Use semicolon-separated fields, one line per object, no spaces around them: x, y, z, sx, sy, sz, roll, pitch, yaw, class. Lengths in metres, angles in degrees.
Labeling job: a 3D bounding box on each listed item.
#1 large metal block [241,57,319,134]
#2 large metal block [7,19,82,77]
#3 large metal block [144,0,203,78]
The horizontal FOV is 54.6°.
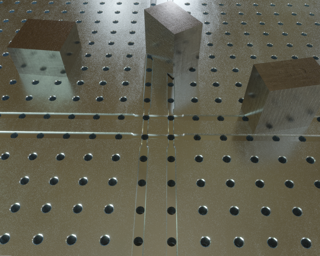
0.161;-0.041;0.408;0.080;0.080;0.050;-8;51;-7;large metal block
-0.182;-0.130;0.500;0.080;0.050;0.080;5;50;4;large metal block
0.019;-0.141;0.490;0.050;0.080;0.080;-27;55;-21;large metal block
